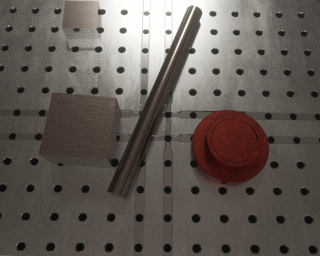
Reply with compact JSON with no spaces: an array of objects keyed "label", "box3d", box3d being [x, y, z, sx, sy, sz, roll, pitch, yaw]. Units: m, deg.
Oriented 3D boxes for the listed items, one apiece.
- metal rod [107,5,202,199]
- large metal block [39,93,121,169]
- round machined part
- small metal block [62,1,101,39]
[{"label":"metal rod","box3d":[0.000,-0.049,0.429,0.025,0.025,0.300,20,71,7]},{"label":"large metal block","box3d":[-0.098,0.004,0.396,0.081,0.050,0.080,5,70,1]},{"label":"round machined part","box3d":[0.091,0.021,0.396,0.099,0.042,0.098,0,70,-1]},{"label":"small metal block","box3d":[-0.118,-0.164,0.470,0.050,0.025,0.050,-1,70,-1]}]
